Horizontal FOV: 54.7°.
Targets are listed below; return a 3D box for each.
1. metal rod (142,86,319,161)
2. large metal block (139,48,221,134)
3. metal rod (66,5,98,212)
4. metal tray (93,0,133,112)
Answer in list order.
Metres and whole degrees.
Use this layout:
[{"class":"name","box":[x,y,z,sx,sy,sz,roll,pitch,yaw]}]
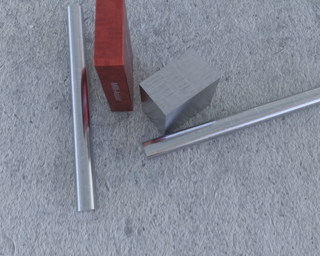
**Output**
[{"class":"metal rod","box":[0.123,-0.015,0.414,0.302,0.025,0.025,-17,71,-7]},{"class":"large metal block","box":[0.023,-0.042,0.394,0.080,0.080,0.050,-36,74,-12]},{"class":"metal rod","box":[-0.108,-0.040,0.421,0.025,0.025,0.299,-8,70,-3]},{"class":"metal tray","box":[-0.053,-0.085,0.383,0.030,0.130,0.090,-2,70,-1]}]
